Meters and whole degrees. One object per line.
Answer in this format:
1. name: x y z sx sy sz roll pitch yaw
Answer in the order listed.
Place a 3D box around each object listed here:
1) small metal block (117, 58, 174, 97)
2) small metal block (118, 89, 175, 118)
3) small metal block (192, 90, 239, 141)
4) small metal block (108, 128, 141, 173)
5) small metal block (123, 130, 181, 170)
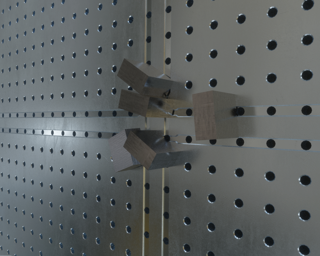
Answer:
1. small metal block: -0.019 -0.065 0.407 0.050 0.050 0.025 41 114 32
2. small metal block: -0.017 -0.032 0.405 0.050 0.050 0.025 19 103 38
3. small metal block: 0.062 -0.013 0.341 0.025 0.050 0.050 -7 86 39
4. small metal block: -0.046 0.032 0.439 0.050 0.025 0.050 -28 72 49
5. small metal block: -0.010 0.027 0.399 0.050 0.050 0.025 40 114 32
